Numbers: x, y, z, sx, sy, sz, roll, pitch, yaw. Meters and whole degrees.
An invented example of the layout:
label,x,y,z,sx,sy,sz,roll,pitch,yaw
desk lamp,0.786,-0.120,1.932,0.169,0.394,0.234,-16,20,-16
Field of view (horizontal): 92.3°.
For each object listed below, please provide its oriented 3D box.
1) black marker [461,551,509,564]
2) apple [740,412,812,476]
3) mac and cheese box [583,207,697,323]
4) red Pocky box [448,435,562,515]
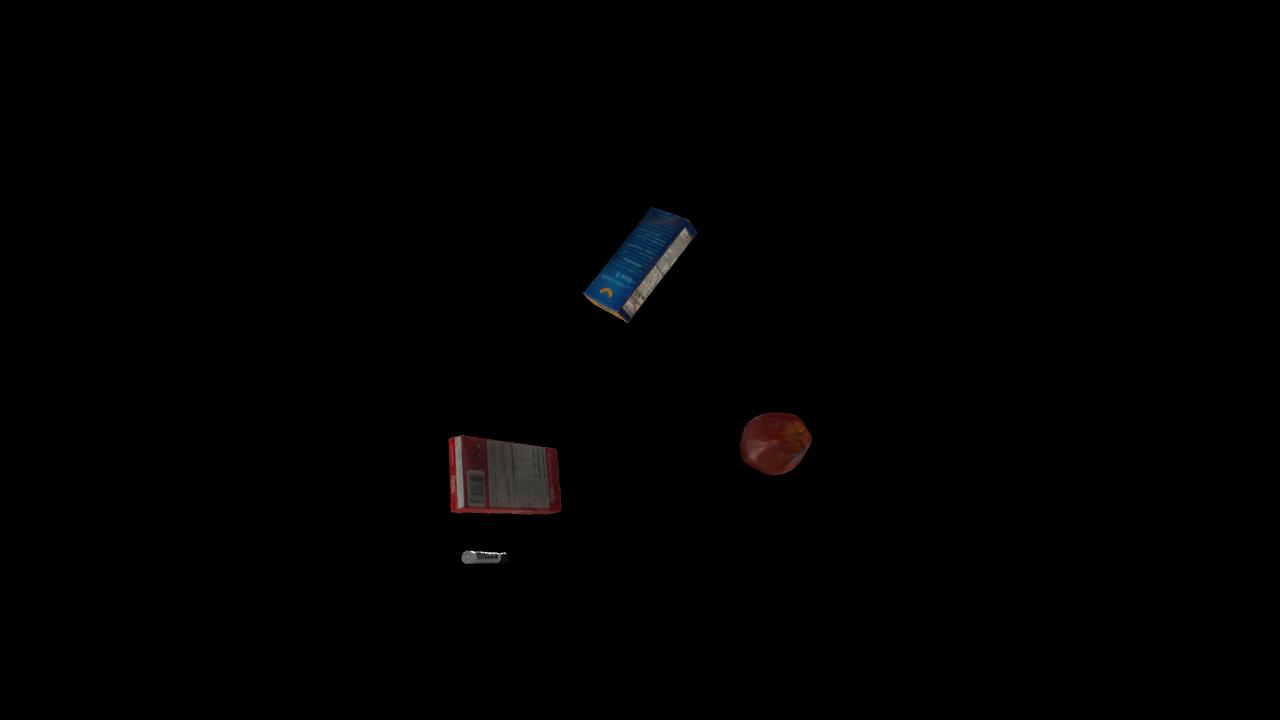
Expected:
label,x,y,z,sx,sy,sz,roll,pitch,yaw
black marker,-0.241,0.312,0.969,0.020,0.020,0.121,0,-18,17
apple,0.169,0.102,0.766,0.079,0.079,0.093,0,-23,-24
mac and cheese box,0.000,-0.153,0.974,0.093,0.184,0.041,32,-9,41
red Pocky box,-0.155,0.139,0.723,0.028,0.083,0.155,-21,-24,30
